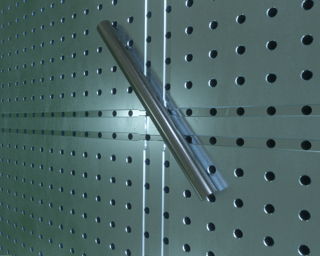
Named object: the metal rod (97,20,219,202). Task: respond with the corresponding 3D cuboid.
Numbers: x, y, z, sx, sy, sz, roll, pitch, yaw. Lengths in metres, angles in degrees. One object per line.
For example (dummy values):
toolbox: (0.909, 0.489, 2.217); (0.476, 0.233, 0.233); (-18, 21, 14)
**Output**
metal rod: (-0.014, -0.038, 0.418); (0.025, 0.025, 0.299); (-46, 63, 30)
